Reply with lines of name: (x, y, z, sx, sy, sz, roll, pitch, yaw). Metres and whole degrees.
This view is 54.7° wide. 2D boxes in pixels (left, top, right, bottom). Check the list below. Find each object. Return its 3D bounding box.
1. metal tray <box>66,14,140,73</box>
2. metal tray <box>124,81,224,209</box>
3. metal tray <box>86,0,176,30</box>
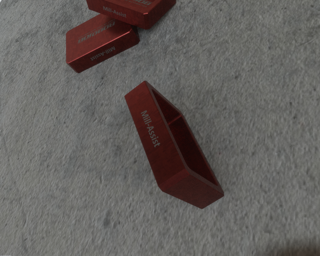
metal tray: (-0.105, -0.162, 0.553, 0.130, 0.030, 0.090, -23, 53, 14)
metal tray: (0.014, 0.017, 0.340, 0.030, 0.090, 0.130, -36, 51, 15)
metal tray: (-0.050, -0.222, 0.526, 0.130, 0.030, 0.090, 26, 61, 21)
